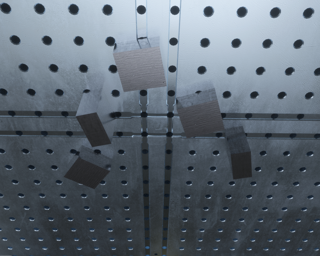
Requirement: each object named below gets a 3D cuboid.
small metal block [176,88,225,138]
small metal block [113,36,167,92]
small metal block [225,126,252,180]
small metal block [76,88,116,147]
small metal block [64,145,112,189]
[{"bbox_3d":[0.052,-0.018,0.396,0.050,0.025,0.050,-14,129,11],"label":"small metal block"},{"bbox_3d":[-0.021,-0.071,0.351,0.050,0.025,0.050,-7,130,6],"label":"small metal block"},{"bbox_3d":[0.107,0.034,0.425,0.025,0.050,0.050,-10,130,8],"label":"small metal block"},{"bbox_3d":[-0.077,-0.013,0.383,0.025,0.050,0.050,-11,129,9],"label":"small metal block"},{"bbox_3d":[-0.107,0.059,0.461,0.050,0.025,0.050,28,125,-22],"label":"small metal block"}]
